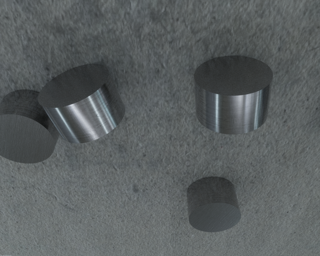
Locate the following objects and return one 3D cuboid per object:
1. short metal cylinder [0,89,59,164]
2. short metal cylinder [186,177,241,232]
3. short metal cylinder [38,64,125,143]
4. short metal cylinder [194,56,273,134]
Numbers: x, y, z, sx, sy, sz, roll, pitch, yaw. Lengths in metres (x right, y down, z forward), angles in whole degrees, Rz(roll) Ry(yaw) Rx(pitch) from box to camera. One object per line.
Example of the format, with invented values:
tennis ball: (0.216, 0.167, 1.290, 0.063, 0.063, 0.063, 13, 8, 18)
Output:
short metal cylinder: (-0.167, -0.001, 0.387, 0.081, 0.050, 0.079, 0, 130, 0)
short metal cylinder: (0.085, 0.123, 0.497, 0.081, 0.050, 0.079, 0, 130, 0)
short metal cylinder: (-0.086, -0.029, 0.346, 0.080, 0.080, 0.050, -12, 129, 10)
short metal cylinder: (0.079, -0.038, 0.340, 0.080, 0.080, 0.050, -5, 130, 4)
